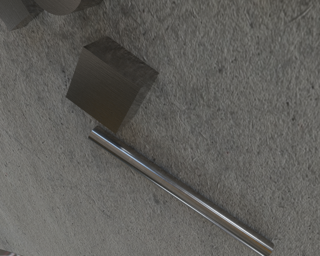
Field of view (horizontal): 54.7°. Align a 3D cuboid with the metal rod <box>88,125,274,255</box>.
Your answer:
[{"bbox_3d":[0.026,0.089,0.446,0.301,0.025,0.025,33,129,5],"label":"metal rod"}]

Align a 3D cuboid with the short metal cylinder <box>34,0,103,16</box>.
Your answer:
[{"bbox_3d":[-0.101,-0.169,0.338,0.080,0.050,0.079,13,124,20],"label":"short metal cylinder"}]

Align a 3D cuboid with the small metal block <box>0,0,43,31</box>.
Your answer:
[{"bbox_3d":[-0.189,-0.163,0.403,0.050,0.025,0.050,-19,109,35],"label":"small metal block"}]

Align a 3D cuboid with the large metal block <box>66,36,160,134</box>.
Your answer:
[{"bbox_3d":[-0.061,-0.053,0.388,0.080,0.050,0.079,36,129,3],"label":"large metal block"}]
